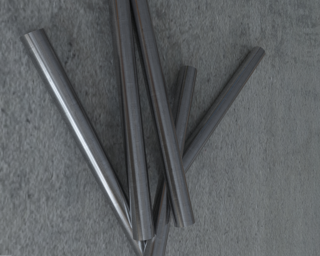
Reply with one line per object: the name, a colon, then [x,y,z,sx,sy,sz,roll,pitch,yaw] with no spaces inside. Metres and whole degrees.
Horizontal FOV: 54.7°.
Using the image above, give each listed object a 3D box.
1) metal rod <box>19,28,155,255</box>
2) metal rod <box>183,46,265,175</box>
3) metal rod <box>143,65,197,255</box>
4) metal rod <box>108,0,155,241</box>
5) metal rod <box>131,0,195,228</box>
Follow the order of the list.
metal rod: [-0.069,0.038,0.348,0.025,0.025,0.299,-36,113,-34]
metal rod: [0.094,-0.031,0.486,0.301,0.025,0.025,-52,121,-27]
metal rod: [0.012,0.057,0.396,0.025,0.025,0.299,26,68,-38]
metal rod: [-0.035,-0.023,0.359,0.025,0.025,0.298,-5,88,-40]
metal rod: [-0.001,-0.033,0.372,0.025,0.025,0.298,-9,86,-40]
